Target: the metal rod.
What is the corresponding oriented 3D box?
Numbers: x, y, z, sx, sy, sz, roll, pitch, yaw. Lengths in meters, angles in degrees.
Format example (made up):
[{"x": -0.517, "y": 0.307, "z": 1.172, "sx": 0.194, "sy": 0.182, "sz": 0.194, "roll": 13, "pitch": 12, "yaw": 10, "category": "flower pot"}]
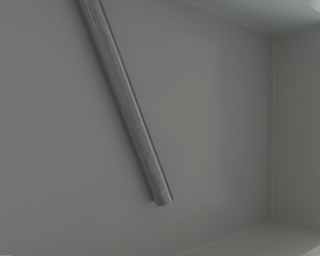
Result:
[{"x": -0.042, "y": -0.038, "z": 0.372, "sx": 0.025, "sy": 0.025, "sz": 0.298, "roll": -31, "pitch": 110, "yaw": -36, "category": "metal rod"}]
